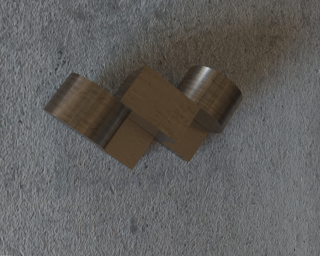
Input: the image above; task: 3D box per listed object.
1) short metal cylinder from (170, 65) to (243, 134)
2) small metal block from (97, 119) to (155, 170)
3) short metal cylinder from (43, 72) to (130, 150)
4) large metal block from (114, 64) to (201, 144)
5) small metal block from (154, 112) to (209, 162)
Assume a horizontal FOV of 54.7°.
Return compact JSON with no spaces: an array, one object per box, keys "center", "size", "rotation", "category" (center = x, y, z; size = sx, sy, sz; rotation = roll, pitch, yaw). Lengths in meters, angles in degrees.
[{"center":[0.059,-0.036,0.403],"size":[0.080,0.080,0.050],"rotation":[37,78,-17],"category":"short metal cylinder"},{"center":[-0.044,0.018,0.395],"size":[0.050,0.025,0.050],"rotation":[37,78,-17],"category":"small metal block"},{"center":[-0.082,-0.018,0.351],"size":[0.080,0.080,0.050],"rotation":[37,78,-17],"category":"short metal cylinder"},{"center":[-0.011,-0.026,0.378],"size":[0.080,0.080,0.050],"rotation":[37,78,-17],"category":"large metal block"},{"center":[0.030,0.011,0.422],"size":[0.050,0.025,0.050],"rotation":[37,78,-17],"category":"small metal block"}]
